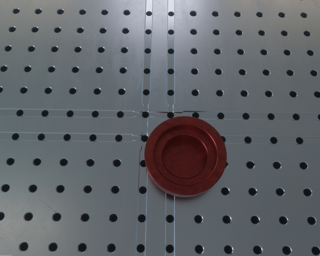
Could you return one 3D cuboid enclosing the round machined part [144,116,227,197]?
[{"bbox_3d":[0.031,0.038,0.389,0.099,0.042,0.098,0,70,0],"label":"round machined part"}]
